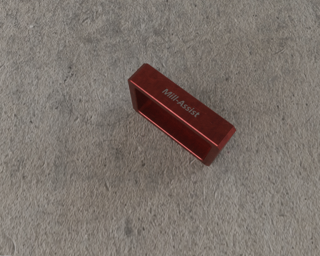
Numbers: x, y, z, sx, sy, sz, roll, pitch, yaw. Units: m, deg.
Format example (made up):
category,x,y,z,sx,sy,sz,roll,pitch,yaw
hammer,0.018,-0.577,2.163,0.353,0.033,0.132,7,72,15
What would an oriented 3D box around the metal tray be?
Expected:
category,x,y,z,sx,sy,sz,roll,pitch,yaw
metal tray,0.023,-0.013,0.380,0.130,0.090,0.030,38,74,12
